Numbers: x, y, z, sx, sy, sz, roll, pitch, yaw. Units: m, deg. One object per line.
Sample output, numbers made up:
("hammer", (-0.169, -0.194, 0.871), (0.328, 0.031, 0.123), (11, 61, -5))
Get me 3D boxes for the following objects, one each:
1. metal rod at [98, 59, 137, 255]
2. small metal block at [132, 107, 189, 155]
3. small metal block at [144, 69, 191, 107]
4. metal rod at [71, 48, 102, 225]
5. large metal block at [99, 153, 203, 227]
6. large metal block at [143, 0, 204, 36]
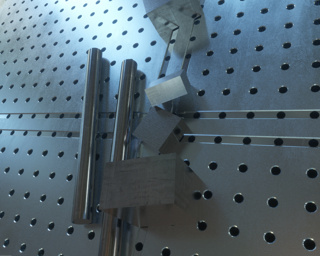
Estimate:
("metal rod", (-0.053, 0.027, 0.419), (0.025, 0.025, 0.299), (-12, 57, 22))
("small metal block", (0.000, 0.004, 0.406), (0.050, 0.025, 0.050), (28, 77, 37))
("small metal block", (0.012, -0.055, 0.420), (0.050, 0.025, 0.050), (-19, 16, 17))
("metal rod", (-0.107, -0.008, 0.469), (0.025, 0.025, 0.299), (-17, 55, 19))
("large metal block", (-0.006, 0.071, 0.333), (0.080, 0.080, 0.050), (-10, 58, 23))
("large metal block", (0.018, -0.213, 0.514), (0.080, 0.050, 0.080), (-23, 53, 14))
